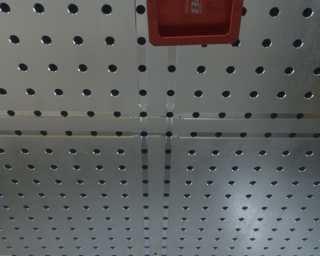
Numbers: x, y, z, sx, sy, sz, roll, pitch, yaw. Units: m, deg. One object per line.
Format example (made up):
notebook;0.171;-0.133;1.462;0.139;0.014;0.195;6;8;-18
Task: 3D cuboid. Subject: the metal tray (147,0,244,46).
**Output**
metal tray;0.032;-0.143;0.286;0.091;0.030;0.129;-2;130;1
